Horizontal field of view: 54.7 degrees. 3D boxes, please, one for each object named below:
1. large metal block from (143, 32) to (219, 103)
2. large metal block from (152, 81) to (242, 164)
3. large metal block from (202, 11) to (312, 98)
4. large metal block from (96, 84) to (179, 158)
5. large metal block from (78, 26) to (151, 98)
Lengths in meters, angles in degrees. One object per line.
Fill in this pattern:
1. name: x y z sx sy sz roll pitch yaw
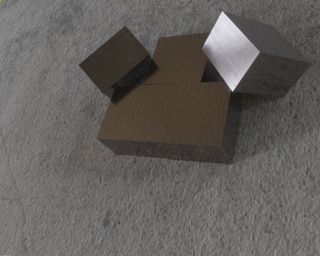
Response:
1. large metal block: 0.034 -0.078 0.419 0.080 0.050 0.080 3 63 29
2. large metal block: 0.046 -0.007 0.366 0.080 0.050 0.080 2 62 28
3. large metal block: 0.108 -0.083 0.356 0.050 0.081 0.080 -61 39 38
4. large metal block: -0.024 -0.009 0.405 0.080 0.050 0.080 2 62 28
5. large metal block: -0.058 -0.088 0.443 0.080 0.080 0.050 -40 86 1
